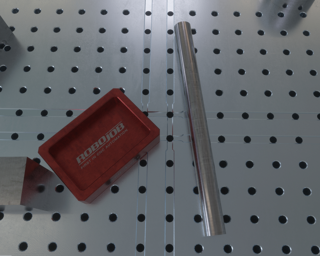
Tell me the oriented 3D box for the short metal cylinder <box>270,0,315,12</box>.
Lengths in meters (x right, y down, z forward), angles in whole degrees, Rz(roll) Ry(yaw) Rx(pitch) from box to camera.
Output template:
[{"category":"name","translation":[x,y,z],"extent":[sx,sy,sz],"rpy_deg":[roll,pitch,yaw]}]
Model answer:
[{"category":"short metal cylinder","translation":[0.214,-0.231,0.484],"extent":[0.081,0.050,0.080],"rpy_deg":[0,70,0]}]

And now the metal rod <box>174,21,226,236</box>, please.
[{"category":"metal rod","translation":[0.050,-0.013,0.416],"extent":[0.025,0.025,0.299],"rpy_deg":[-6,70,-2]}]

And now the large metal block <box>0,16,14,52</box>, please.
[{"category":"large metal block","translation":[-0.278,-0.134,0.445],"extent":[0.080,0.050,0.080],"rpy_deg":[23,72,8]}]

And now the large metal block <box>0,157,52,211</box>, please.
[{"category":"large metal block","translation":[-0.181,0.067,0.357],"extent":[0.081,0.080,0.050],"rpy_deg":[0,70,0]}]

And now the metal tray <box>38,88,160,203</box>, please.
[{"category":"metal tray","translation":[-0.075,0.021,0.400],"extent":[0.130,0.030,0.090],"rpy_deg":[-41,75,-14]}]
